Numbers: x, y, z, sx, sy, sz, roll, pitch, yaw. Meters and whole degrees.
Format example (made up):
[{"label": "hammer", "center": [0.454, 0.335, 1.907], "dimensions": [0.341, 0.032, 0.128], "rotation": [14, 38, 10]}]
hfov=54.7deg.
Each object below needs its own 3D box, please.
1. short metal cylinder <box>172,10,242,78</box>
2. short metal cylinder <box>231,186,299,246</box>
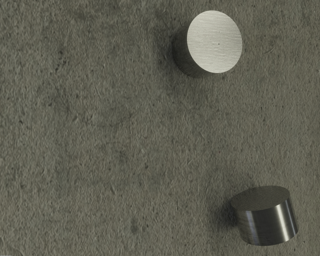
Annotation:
[{"label": "short metal cylinder", "center": [0.063, -0.110, 0.419], "dimensions": [0.081, 0.050, 0.080], "rotation": [0, 90, -20]}, {"label": "short metal cylinder", "center": [0.146, 0.120, 0.434], "dimensions": [0.081, 0.080, 0.050], "rotation": [-19, 97, -19]}]
